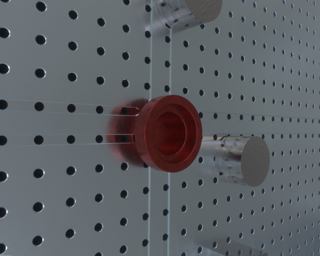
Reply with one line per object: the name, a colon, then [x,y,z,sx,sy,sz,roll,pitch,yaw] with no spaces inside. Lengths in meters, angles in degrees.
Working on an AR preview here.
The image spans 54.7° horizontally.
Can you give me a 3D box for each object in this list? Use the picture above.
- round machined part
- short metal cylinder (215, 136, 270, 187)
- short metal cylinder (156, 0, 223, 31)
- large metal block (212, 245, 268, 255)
round machined part: [0.007,0.007,0.404,0.099,0.042,0.097,0,90,-40]
short metal cylinder: [0.135,0.053,0.506,0.081,0.050,0.079,0,90,-40]
short metal cylinder: [0.041,-0.180,0.426,0.081,0.050,0.079,0,90,-40]
large metal block: [0.127,0.241,0.500,0.081,0.050,0.080,9,85,-40]
